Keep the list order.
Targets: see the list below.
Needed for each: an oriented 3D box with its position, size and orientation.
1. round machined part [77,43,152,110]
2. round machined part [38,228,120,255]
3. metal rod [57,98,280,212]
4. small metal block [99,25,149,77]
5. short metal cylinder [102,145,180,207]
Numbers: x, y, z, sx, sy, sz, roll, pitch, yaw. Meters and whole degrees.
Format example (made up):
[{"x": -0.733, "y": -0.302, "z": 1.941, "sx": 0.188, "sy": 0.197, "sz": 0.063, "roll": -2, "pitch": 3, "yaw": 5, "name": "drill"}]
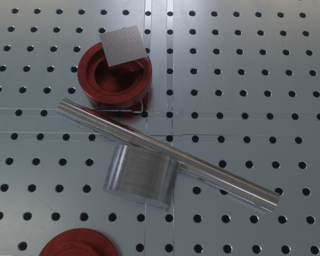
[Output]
[{"x": -0.060, "y": -0.070, "z": 0.428, "sx": 0.099, "sy": 0.042, "sz": 0.098, "roll": 0, "pitch": 70, "yaw": 0, "name": "round machined part"}, {"x": -0.092, "y": 0.162, "z": 0.343, "sx": 0.099, "sy": 0.042, "sz": 0.098, "roll": 0, "pitch": 70, "yaw": 0, "name": "round machined part"}, {"x": 0.004, "y": 0.031, "z": 0.400, "sx": 0.301, "sy": 0.025, "sz": 0.025, "roll": 24, "pitch": 72, "yaw": 8, "name": "metal rod"}, {"x": -0.047, "y": -0.100, "z": 0.404, "sx": 0.050, "sy": 0.025, "sz": 0.050, "roll": -17, "pitch": 71, "yaw": -6, "name": "small metal block"}, {"x": -0.021, "y": 0.058, "z": 0.361, "sx": 0.080, "sy": 0.080, "sz": 0.050, "roll": 13, "pitch": 71, "yaw": 4, "name": "short metal cylinder"}]
